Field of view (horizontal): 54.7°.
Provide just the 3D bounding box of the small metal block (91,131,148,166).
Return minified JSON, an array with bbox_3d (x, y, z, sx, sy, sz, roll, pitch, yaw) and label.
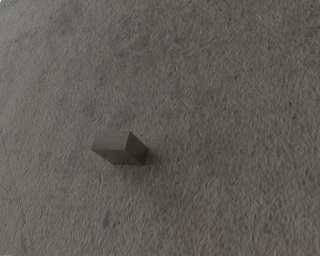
[{"bbox_3d":[-0.051,0.027,0.397,0.050,0.050,0.025,-1,61,27],"label":"small metal block"}]
